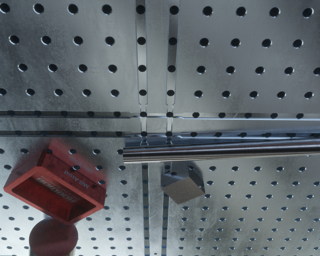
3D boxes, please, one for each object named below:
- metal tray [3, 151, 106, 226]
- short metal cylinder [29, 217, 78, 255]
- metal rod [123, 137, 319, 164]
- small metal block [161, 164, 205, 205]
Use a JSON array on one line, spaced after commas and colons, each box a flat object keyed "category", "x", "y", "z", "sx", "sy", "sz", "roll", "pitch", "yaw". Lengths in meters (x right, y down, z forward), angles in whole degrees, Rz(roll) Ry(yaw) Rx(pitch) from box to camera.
[{"category": "metal tray", "x": -0.163, "y": 0.100, "z": 0.491, "sx": 0.090, "sy": 0.030, "sz": 0.130, "roll": -32, "pitch": 124, "yaw": 24}, {"category": "short metal cylinder", "x": -0.189, "y": 0.206, "z": 0.549, "sx": 0.081, "sy": 0.080, "sz": 0.050, "roll": 12, "pitch": 129, "yaw": -10}, {"category": "metal rod", "x": 0.100, "y": 0.031, "z": 0.439, "sx": 0.302, "sy": 0.025, "sz": 0.025, "roll": -3, "pitch": 130, "yaw": 2}, {"category": "small metal block", "x": 0.036, "y": 0.090, "z": 0.488, "sx": 0.050, "sy": 0.025, "sz": 0.050, "roll": -27, "pitch": 125, "yaw": 21}]
